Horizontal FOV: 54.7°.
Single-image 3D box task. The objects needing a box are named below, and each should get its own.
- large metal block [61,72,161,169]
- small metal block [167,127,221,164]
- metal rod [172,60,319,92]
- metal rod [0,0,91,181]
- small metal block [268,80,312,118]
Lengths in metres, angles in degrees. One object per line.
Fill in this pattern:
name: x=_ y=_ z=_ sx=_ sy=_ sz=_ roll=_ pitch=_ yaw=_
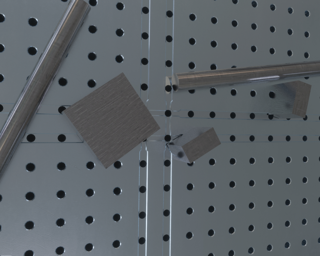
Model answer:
large metal block: x=-0.061 y=-0.009 z=0.377 sx=0.080 sy=0.050 sz=0.080 roll=-37 pitch=102 yaw=-16
small metal block: x=0.045 y=0.021 z=0.416 sx=0.050 sy=0.050 sz=0.025 roll=-30 pitch=100 yaw=-18
metal rod: x=0.161 y=-0.083 z=0.472 sx=0.303 sy=0.025 sz=0.025 roll=-9 pitch=93 yaw=-20
metal rod: x=-0.157 y=-0.017 z=0.354 sx=0.025 sy=0.025 sz=0.299 roll=27 pitch=81 yaw=-18
small metal block: x=0.197 y=-0.042 z=0.472 sx=0.025 sy=0.050 sz=0.050 roll=15 pitch=85 yaw=-20
